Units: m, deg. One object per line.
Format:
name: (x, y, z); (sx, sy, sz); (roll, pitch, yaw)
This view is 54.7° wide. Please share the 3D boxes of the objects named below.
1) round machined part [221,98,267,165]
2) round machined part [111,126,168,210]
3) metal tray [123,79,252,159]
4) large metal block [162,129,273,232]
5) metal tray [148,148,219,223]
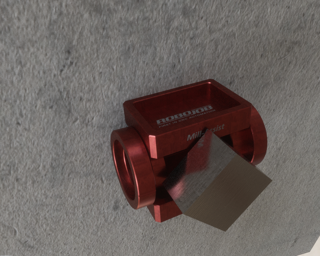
round machined part: (0.096, 0.010, 0.421); (0.042, 0.098, 0.097); (-15, 125, -21)
round machined part: (-0.024, 0.045, 0.377); (0.042, 0.098, 0.097); (-15, 125, -21)
metal tray: (0.032, -0.017, 0.376); (0.131, 0.090, 0.030); (-17, 126, -19)
large metal block: (0.064, 0.060, 0.347); (0.080, 0.050, 0.080); (34, 99, -39)
metal tray: (0.036, 0.067, 0.427); (0.131, 0.090, 0.030); (-16, 125, -20)
